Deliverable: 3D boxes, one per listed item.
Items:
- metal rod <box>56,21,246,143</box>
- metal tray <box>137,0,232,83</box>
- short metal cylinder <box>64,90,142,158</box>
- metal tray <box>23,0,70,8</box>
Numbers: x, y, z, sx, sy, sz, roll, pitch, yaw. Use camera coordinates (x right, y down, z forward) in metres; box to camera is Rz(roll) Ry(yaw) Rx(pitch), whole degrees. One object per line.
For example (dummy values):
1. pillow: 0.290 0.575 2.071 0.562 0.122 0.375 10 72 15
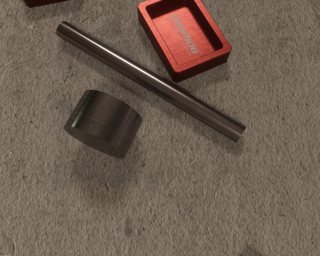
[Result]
1. metal rod: -0.019 -0.069 0.433 0.301 0.025 0.025 32 73 10
2. metal tray: 0.033 -0.140 0.457 0.091 0.030 0.130 -24 72 -9
3. short metal cylinder: -0.069 -0.003 0.379 0.080 0.080 0.050 23 72 7
4. metal tray: -0.181 -0.262 0.498 0.091 0.030 0.130 -14 71 -6
